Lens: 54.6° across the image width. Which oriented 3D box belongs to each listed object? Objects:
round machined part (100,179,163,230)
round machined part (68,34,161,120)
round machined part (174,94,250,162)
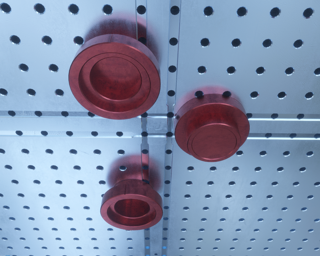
[{"bbox_3d":[-0.044,0.121,0.503,0.099,0.042,0.097,0,130,0],"label":"round machined part"},{"bbox_3d":[-0.048,-0.060,0.349,0.099,0.042,0.097,0,130,0],"label":"round machined part"},{"bbox_3d":[0.068,0.007,0.407,0.099,0.042,0.097,0,130,0],"label":"round machined part"}]
